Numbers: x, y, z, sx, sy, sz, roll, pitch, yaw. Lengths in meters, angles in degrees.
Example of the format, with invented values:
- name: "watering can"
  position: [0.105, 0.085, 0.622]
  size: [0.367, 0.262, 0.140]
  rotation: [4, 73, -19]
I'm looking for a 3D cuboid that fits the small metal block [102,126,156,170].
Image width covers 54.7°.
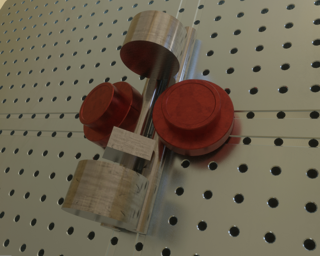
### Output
- name: "small metal block"
  position: [-0.038, 0.025, 0.367]
  size: [0.050, 0.050, 0.025]
  rotation: [20, 66, -9]

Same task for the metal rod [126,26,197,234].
- name: "metal rod"
  position: [0.009, -0.015, 0.412]
  size: [0.025, 0.025, 0.300]
  rotation: [1, 62, 29]

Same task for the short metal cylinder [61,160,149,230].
- name: "short metal cylinder"
  position: [-0.057, 0.072, 0.331]
  size: [0.080, 0.080, 0.050]
  rotation: [1, 62, 28]

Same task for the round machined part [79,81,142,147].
- name: "round machined part"
  position: [-0.075, -0.025, 0.437]
  size: [0.098, 0.042, 0.098]
  rotation: [-24, 48, 30]

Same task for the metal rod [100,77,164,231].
- name: "metal rod"
  position: [-0.023, -0.013, 0.427]
  size: [0.025, 0.025, 0.300]
  rotation: [1, 62, 29]

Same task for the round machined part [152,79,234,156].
- name: "round machined part"
  position: [0.039, -0.019, 0.372]
  size: [0.098, 0.042, 0.098]
  rotation: [-4, 62, 9]

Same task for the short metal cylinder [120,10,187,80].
- name: "short metal cylinder"
  position: [-0.008, -0.109, 0.415]
  size: [0.080, 0.080, 0.050]
  rotation: [1, 62, 28]
